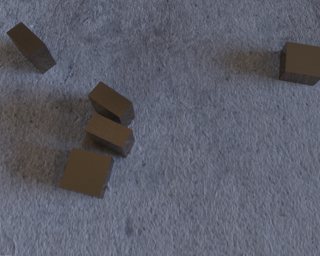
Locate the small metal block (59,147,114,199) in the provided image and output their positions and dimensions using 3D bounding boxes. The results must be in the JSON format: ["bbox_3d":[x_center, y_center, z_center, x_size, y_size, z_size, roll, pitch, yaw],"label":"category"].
[{"bbox_3d":[-0.090,0.057,0.386,0.050,0.025,0.050,13,70,4],"label":"small metal block"}]

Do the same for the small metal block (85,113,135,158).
[{"bbox_3d":[-0.061,0.011,0.390,0.050,0.050,0.025,24,72,8],"label":"small metal block"}]

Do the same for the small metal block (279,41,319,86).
[{"bbox_3d":[0.202,-0.092,0.444,0.050,0.025,0.050,10,70,3],"label":"small metal block"}]

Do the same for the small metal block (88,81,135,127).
[{"bbox_3d":[-0.062,-0.027,0.404,0.050,0.050,0.025,34,74,11],"label":"small metal block"}]

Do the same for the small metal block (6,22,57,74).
[{"bbox_3d":[-0.178,-0.111,0.433,0.050,0.050,0.025,43,75,13],"label":"small metal block"}]
